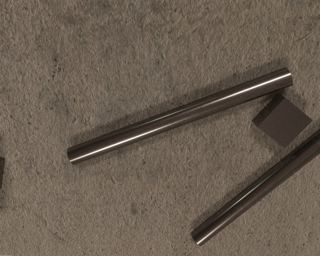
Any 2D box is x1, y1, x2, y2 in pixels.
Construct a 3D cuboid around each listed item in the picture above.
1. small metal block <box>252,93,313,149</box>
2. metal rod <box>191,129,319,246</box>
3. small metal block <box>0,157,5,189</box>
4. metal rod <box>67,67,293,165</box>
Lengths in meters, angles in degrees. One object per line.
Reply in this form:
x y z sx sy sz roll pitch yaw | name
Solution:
0.160 -0.010 0.409 0.050 0.025 0.050 36 106 -13 | small metal block
0.162 0.069 0.437 0.299 0.025 0.025 -43 105 14 | metal rod
-0.237 0.070 0.419 0.025 0.050 0.050 14 109 -6 | small metal block
0.020 -0.013 0.405 0.301 0.025 0.025 -20 109 6 | metal rod
